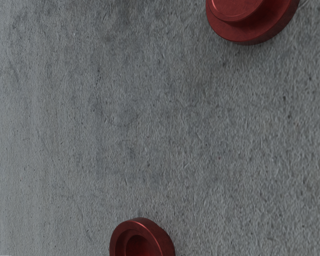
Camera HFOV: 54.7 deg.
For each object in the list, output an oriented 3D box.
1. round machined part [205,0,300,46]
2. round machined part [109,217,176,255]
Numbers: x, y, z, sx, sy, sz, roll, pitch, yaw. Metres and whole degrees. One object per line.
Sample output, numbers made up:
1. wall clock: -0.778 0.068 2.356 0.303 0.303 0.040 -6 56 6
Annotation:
1. round machined part: 0.089 -0.139 0.321 0.098 0.042 0.097 0 90 40
2. round machined part: -0.019 0.167 0.410 0.098 0.042 0.097 0 90 40
